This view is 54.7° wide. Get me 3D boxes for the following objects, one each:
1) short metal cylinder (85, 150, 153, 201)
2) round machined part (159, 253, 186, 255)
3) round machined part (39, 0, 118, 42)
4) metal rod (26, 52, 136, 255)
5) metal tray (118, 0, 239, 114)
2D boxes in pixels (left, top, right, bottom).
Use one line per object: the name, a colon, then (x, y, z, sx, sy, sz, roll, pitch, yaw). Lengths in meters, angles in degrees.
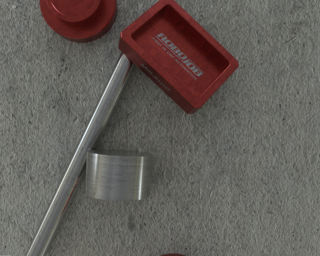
short metal cylinder: (-0.050, 0.055, 0.382, 0.081, 0.080, 0.050, 4, 90, -1)
round machined part: (0.017, 0.211, 0.402, 0.099, 0.042, 0.097, 0, 90, -1)
round machined part: (-0.107, -0.164, 0.400, 0.099, 0.042, 0.097, 0, 90, -1)
metal rod: (-0.100, 0.033, 0.408, 0.025, 0.025, 0.299, 25, 90, -1)
metal tray: (0.024, -0.093, 0.393, 0.130, 0.030, 0.090, 44, 71, -1)
